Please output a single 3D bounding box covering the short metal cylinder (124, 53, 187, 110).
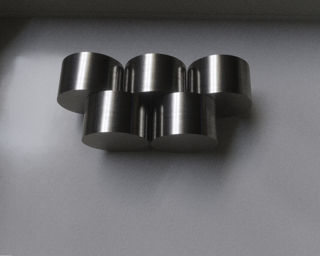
[{"bbox_3d":[-0.006,-0.052,0.397,0.080,0.080,0.050,1,70,0],"label":"short metal cylinder"}]

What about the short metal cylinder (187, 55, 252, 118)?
[{"bbox_3d":[0.075,-0.051,0.397,0.080,0.080,0.050,2,70,0],"label":"short metal cylinder"}]

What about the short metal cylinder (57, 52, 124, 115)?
[{"bbox_3d":[-0.087,-0.054,0.398,0.080,0.080,0.050,1,70,0],"label":"short metal cylinder"}]

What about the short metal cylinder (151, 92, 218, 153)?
[{"bbox_3d":[0.029,-0.004,0.380,0.080,0.080,0.050,1,70,0],"label":"short metal cylinder"}]

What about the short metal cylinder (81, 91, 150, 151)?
[{"bbox_3d":[-0.053,-0.006,0.380,0.080,0.080,0.050,1,70,0],"label":"short metal cylinder"}]
